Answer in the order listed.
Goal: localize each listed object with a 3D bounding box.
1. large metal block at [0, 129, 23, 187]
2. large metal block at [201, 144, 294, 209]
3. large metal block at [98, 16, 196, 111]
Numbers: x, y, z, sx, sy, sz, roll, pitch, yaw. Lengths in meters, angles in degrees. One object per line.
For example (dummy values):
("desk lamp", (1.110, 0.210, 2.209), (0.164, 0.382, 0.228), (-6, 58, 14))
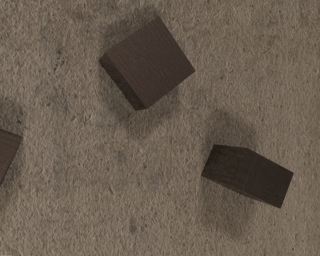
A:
("large metal block", (-0.201, 0.032, 0.322), (0.080, 0.050, 0.080), (24, 82, -19))
("large metal block", (0.117, 0.064, 0.425), (0.080, 0.080, 0.050), (27, 81, -19))
("large metal block", (-0.017, -0.078, 0.390), (0.080, 0.050, 0.080), (-40, 103, -16))
